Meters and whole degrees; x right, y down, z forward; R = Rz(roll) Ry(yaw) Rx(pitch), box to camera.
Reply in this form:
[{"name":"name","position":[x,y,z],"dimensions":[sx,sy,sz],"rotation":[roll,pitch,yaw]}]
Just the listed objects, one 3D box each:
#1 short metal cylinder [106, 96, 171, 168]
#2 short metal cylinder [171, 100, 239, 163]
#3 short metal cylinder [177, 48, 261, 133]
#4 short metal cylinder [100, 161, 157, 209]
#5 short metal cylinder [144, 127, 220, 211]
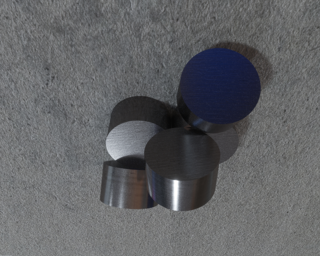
[{"name":"short metal cylinder","position":[-0.025,0.006,0.396],"dimensions":[0.081,0.050,0.079],"rotation":[0,130,0]},{"name":"short metal cylinder","position":[0.055,0.005,0.396],"dimensions":[0.081,0.050,0.079],"rotation":[0,130,0]},{"name":"short metal cylinder","position":[0.060,-0.038,0.332],"dimensions":[0.081,0.080,0.050],"rotation":[0,168,-1]},{"name":"short metal cylinder","position":[-0.040,0.076,0.428],"dimensions":[0.081,0.080,0.050],"rotation":[6,91,-5]},{"name":"short metal cylinder","position":[0.024,0.044,0.345],"dimensions":[0.081,0.080,0.050],"rotation":[-1,130,0]}]
